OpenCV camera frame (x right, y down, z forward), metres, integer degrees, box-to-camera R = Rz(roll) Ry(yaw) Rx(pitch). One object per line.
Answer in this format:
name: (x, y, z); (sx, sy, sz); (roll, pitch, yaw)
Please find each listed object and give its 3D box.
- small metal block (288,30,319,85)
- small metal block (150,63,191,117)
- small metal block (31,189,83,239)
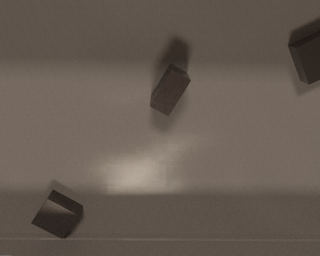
small metal block: (0.194, -0.089, 0.381); (0.050, 0.025, 0.050); (-26, 109, 8)
small metal block: (0.012, -0.048, 0.380); (0.025, 0.050, 0.050); (29, 107, -10)
small metal block: (-0.151, 0.127, 0.456); (0.050, 0.025, 0.050); (33, 107, -12)
